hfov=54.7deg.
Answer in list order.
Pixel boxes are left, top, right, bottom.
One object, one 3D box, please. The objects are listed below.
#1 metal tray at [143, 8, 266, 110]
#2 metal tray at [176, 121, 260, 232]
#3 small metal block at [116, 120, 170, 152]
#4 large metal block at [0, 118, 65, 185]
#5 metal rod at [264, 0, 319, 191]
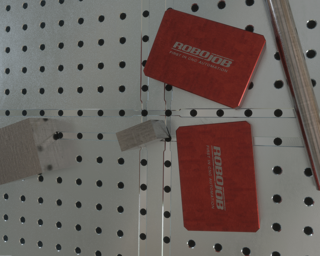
[{"bbox_3d":[0.054,-0.087,0.390,0.130,0.030,0.089,23,97,18],"label":"metal tray"},{"bbox_3d":[0.072,0.059,0.384,0.090,0.030,0.129,-5,88,19],"label":"metal tray"},{"bbox_3d":[-0.021,0.010,0.406,0.050,0.050,0.025,-21,83,18],"label":"small metal block"},{"bbox_3d":[-0.202,0.035,0.469,0.080,0.050,0.080,-17,85,19],"label":"large metal block"},{"bbox_3d":[0.154,-0.078,0.358,0.025,0.025,0.298,-15,85,19],"label":"metal rod"}]
